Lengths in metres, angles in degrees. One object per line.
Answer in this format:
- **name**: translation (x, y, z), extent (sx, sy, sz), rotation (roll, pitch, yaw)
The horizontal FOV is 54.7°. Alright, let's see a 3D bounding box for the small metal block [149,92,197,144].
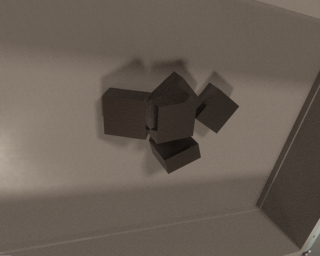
- **small metal block**: translation (0.015, -0.013, 0.378), extent (0.050, 0.025, 0.050), rotation (-11, 124, -23)

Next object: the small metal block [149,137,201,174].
- **small metal block**: translation (0.020, 0.029, 0.423), extent (0.050, 0.050, 0.025), rotation (-25, 128, -13)

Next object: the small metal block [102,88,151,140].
- **small metal block**: translation (-0.038, -0.017, 0.363), extent (0.050, 0.025, 0.050), rotation (8, 121, 8)

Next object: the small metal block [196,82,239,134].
- **small metal block**: translation (0.075, -0.027, 0.435), extent (0.050, 0.025, 0.050), rotation (31, 101, -39)

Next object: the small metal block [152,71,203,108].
- **small metal block**: translation (0.019, -0.035, 0.399), extent (0.050, 0.025, 0.050), rotation (-44, 130, 2)
